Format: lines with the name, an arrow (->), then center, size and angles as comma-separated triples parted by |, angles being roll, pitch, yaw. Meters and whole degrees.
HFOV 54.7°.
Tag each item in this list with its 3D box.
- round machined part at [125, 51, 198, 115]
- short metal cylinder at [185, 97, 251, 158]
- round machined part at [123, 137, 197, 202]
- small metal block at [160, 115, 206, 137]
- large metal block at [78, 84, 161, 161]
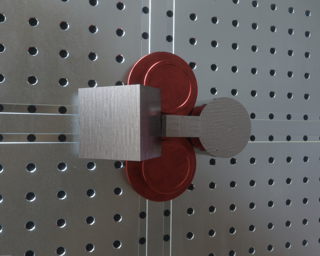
round machined part -> 0.006, -0.052, 0.406 | 0.099, 0.042, 0.097 | 0, 90, -20
short metal cylinder -> 0.077, -0.001, 0.426 | 0.081, 0.050, 0.080 | 0, 90, -20
round machined part -> 0.004, 0.048, 0.405 | 0.099, 0.042, 0.097 | 0, 90, -20
small metal block -> 0.022, -0.002, 0.384 | 0.050, 0.050, 0.025 | 1, 90, -20
large metal block -> -0.046, -0.006, 0.360 | 0.050, 0.080, 0.080 | -1, 91, -65
